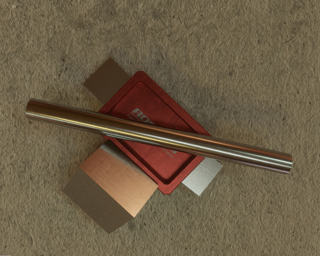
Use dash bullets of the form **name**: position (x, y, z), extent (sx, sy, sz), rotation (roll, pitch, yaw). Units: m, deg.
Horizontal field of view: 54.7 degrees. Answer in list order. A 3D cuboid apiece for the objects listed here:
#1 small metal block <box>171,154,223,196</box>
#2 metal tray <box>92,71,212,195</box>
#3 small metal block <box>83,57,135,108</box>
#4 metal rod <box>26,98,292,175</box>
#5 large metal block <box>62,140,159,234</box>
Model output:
- **small metal block**: position (0.046, 0.053, 0.411), extent (0.050, 0.025, 0.050), rotation (39, 90, -1)
- **metal tray**: position (-0.008, 0.006, 0.383), extent (0.130, 0.030, 0.090), rotation (44, 90, -1)
- **small metal block**: position (-0.064, -0.057, 0.410), extent (0.050, 0.025, 0.050), rotation (45, 90, -1)
- **metal rod**: position (0.000, 0.010, 0.356), extent (0.302, 0.025, 0.025), rotation (12, 90, -1)
- **large metal block**: position (-0.062, 0.073, 0.374), extent (0.080, 0.080, 0.050), rotation (43, 48, 0)
